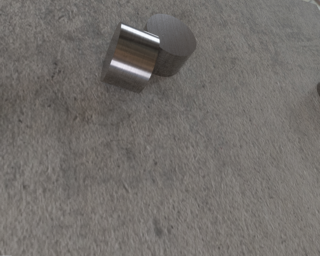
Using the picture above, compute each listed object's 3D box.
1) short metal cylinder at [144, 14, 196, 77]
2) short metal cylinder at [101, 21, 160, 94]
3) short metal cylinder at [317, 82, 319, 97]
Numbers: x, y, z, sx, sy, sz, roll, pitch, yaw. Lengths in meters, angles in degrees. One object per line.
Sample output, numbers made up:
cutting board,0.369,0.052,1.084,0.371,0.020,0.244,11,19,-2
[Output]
short metal cylinder,0.008,-0.125,0.470,0.081,0.050,0.080,14,56,-21
short metal cylinder,-0.040,-0.090,0.403,0.050,0.080,0.080,17,55,-19
short metal cylinder,0.377,-0.078,0.643,0.081,0.050,0.080,14,56,-21
